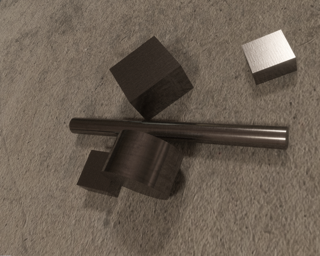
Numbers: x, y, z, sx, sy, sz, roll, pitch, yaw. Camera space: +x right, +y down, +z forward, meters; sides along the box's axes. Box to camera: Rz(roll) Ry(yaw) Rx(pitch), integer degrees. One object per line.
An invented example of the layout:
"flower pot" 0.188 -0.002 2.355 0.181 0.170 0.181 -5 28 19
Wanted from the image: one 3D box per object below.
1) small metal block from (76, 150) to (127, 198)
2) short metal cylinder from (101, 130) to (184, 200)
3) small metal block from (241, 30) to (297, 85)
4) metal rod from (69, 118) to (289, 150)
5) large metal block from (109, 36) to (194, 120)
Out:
"small metal block" -0.073 0.059 0.404 0.050 0.025 0.050 5 64 30
"short metal cylinder" -0.020 0.043 0.351 0.080 0.080 0.050 9 66 32
"small metal block" 0.136 -0.088 0.386 0.050 0.025 0.050 -20 54 16
"metal rod" 0.003 0.003 0.399 0.300 0.025 0.025 3 63 29
"large metal block" -0.013 -0.070 0.436 0.080 0.050 0.080 -36 51 4
